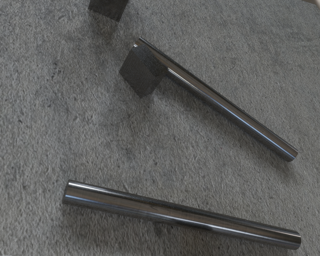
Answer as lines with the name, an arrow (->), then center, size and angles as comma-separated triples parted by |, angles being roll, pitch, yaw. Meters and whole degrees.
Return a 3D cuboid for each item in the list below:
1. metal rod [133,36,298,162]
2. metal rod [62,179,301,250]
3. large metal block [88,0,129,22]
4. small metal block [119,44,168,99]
metal rod -> 0.088, -0.041, 0.478 | 0.301, 0.025, 0.025 | 35, 51, -6
metal rod -> 0.041, 0.106, 0.362 | 0.302, 0.025, 0.025 | 17, 55, -19
large metal block -> -0.066, -0.226, 0.472 | 0.050, 0.080, 0.080 | 20, 54, -17
small metal block -> -0.024, -0.077, 0.423 | 0.025, 0.050, 0.050 | -33, 81, -38
